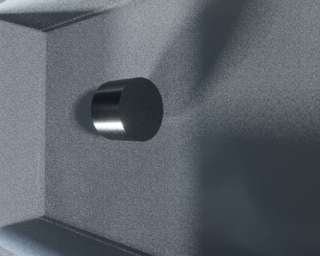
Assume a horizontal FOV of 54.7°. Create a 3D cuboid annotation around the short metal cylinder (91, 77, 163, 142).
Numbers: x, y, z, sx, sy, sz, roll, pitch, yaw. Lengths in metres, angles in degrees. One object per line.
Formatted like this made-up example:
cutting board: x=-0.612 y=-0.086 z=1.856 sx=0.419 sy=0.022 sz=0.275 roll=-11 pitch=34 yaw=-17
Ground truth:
short metal cylinder: x=-0.040 y=-0.023 z=0.399 sx=0.050 sy=0.081 sz=0.079 roll=0 pitch=90 yaw=40
